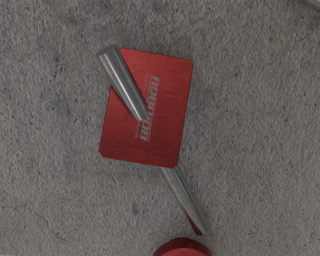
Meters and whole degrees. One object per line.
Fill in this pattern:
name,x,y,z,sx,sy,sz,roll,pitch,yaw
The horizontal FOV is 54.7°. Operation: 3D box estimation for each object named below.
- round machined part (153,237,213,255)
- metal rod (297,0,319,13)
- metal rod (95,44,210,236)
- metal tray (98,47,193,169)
round machined part,0.035,0.210,0.479,0.099,0.042,0.097,0,110,0
metal rod,0.141,-0.168,0.349,0.301,0.025,0.025,24,108,-9
metal rod,0.004,0.035,0.394,0.025,0.025,0.299,-23,119,8
metal tray,-0.016,-0.023,0.369,0.091,0.030,0.129,10,83,-4
